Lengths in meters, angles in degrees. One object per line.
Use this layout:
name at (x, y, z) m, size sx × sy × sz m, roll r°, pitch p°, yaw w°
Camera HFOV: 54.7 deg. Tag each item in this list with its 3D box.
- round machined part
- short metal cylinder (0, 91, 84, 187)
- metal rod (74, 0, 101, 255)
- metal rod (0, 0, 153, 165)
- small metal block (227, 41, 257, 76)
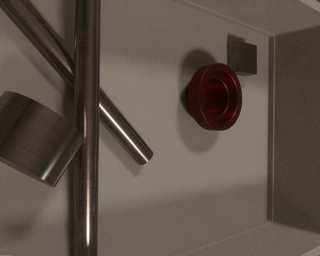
round machined part at (0.076, -0.045, 0.462) m, size 0.099 × 0.042 × 0.097 m, roll 0°, pitch 90°, yaw -40°
short metal cylinder at (-0.116, 0.012, 0.275) m, size 0.080 × 0.080 × 0.050 m, roll 41°, pitch 65°, yaw -33°
metal rod at (-0.076, 0.014, 0.320) m, size 0.025 × 0.025 × 0.298 m, roll -4°, pitch 100°, yaw -40°
metal rod at (-0.100, -0.068, 0.323) m, size 0.025 × 0.025 × 0.300 m, roll -53°, pitch 121°, yaw -27°
small metal block at (0.140, -0.117, 0.527) m, size 0.050 × 0.025 × 0.050 m, roll -1°, pitch 91°, yaw -40°
